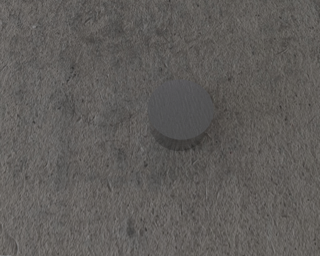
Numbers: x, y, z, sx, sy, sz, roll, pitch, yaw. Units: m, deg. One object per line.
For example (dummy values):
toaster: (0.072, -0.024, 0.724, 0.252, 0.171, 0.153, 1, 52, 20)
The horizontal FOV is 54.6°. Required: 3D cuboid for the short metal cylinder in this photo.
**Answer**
short metal cylinder: (0.025, -0.015, 0.401, 0.080, 0.050, 0.080, 0, 70, 0)
